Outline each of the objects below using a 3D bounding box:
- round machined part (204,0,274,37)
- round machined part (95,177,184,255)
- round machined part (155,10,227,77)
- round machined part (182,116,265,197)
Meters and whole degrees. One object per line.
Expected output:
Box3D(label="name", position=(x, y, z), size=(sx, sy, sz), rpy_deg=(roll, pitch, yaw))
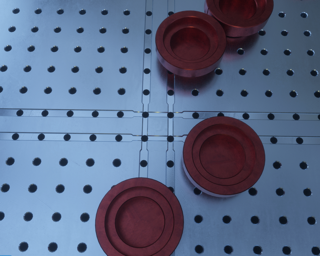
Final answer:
Box3D(label="round machined part", position=(0.115, -0.178, 0.467), size=(0.099, 0.042, 0.098), rpy_deg=(1, 69, -1))
Box3D(label="round machined part", position=(-0.022, 0.110, 0.363), size=(0.099, 0.042, 0.098), rpy_deg=(0, 70, 0))
Box3D(label="round machined part", position=(0.043, -0.116, 0.445), size=(0.099, 0.042, 0.098), rpy_deg=(0, 70, 0))
Box3D(label="round machined part", position=(0.077, 0.038, 0.389), size=(0.099, 0.042, 0.098), rpy_deg=(0, 70, 0))
